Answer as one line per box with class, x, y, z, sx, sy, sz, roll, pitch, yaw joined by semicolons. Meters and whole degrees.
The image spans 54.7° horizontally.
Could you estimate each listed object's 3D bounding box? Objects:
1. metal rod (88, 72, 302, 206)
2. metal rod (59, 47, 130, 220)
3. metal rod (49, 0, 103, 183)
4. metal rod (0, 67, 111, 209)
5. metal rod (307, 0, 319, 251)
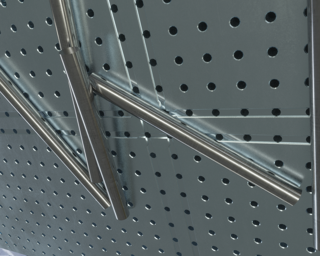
metal rod;0.036;0.010;0.397;0.301;0.025;0.025;30;128;8
metal rod;-0.086;0.029;0.452;0.025;0.025;0.298;8;128;24
metal rod;-0.113;-0.045;0.440;0.025;0.025;0.298;9;123;23
metal rod;-0.180;0.016;0.513;0.025;0.025;0.300;-32;101;38
metal rod;0.174;0.017;0.330;0.025;0.025;0.298;0;119;28
